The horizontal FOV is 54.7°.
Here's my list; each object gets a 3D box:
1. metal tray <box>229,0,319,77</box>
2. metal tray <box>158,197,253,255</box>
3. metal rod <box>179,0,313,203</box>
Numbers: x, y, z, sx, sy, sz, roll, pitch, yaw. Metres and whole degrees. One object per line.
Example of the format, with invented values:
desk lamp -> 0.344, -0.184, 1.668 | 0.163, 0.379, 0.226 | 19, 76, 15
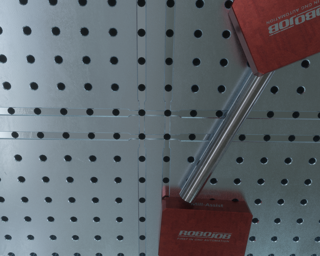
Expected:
metal tray -> 0.157, -0.124, 0.352 | 0.130, 0.030, 0.090 | -22, 90, 7
metal tray -> 0.065, 0.154, 0.469 | 0.131, 0.030, 0.089 | 4, 110, -2
metal rod -> 0.106, -0.025, 0.405 | 0.025, 0.025, 0.298 | 25, 108, -9
